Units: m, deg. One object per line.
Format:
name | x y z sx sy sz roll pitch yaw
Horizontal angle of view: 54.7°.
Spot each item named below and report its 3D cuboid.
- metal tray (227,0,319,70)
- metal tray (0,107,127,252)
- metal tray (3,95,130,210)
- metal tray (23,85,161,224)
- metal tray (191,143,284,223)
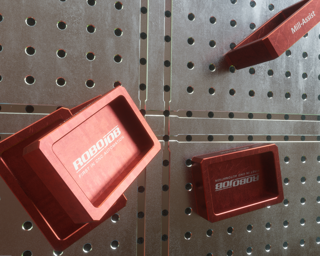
metal tray | 0.169 -0.137 0.442 0.131 0.090 0.030 -39 103 -16
metal tray | -0.108 0.054 0.338 0.090 0.030 0.130 -34 101 -17
metal tray | -0.106 0.028 0.371 0.131 0.030 0.090 -30 100 -18
metal tray | -0.061 0.022 0.323 0.090 0.030 0.131 58 41 -13
metal tray | 0.116 0.077 0.454 0.131 0.030 0.089 -9 93 -20
